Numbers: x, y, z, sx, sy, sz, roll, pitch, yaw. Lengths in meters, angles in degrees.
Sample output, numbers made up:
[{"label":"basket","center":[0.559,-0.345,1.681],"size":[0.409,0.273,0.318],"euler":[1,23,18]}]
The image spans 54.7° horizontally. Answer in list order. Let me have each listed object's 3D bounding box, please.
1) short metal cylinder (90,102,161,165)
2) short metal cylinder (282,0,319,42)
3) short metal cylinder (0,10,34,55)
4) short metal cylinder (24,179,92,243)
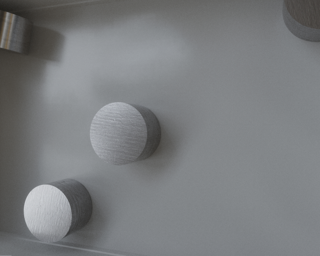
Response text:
[{"label":"short metal cylinder","center":[-0.045,0.007,0.413],"size":[0.080,0.050,0.080],"euler":[0,90,20]},{"label":"short metal cylinder","center":[0.176,-0.139,0.335],"size":[0.080,0.050,0.080],"euler":[0,90,20]},{"label":"short metal cylinder","center":[-0.237,-0.144,0.465],"size":[0.080,0.080,0.050],"euler":[14,95,19]},{"label":"short metal cylinder","center":[-0.147,0.117,0.449],"size":[0.080,0.050,0.080],"euler":[0,90,20]}]
